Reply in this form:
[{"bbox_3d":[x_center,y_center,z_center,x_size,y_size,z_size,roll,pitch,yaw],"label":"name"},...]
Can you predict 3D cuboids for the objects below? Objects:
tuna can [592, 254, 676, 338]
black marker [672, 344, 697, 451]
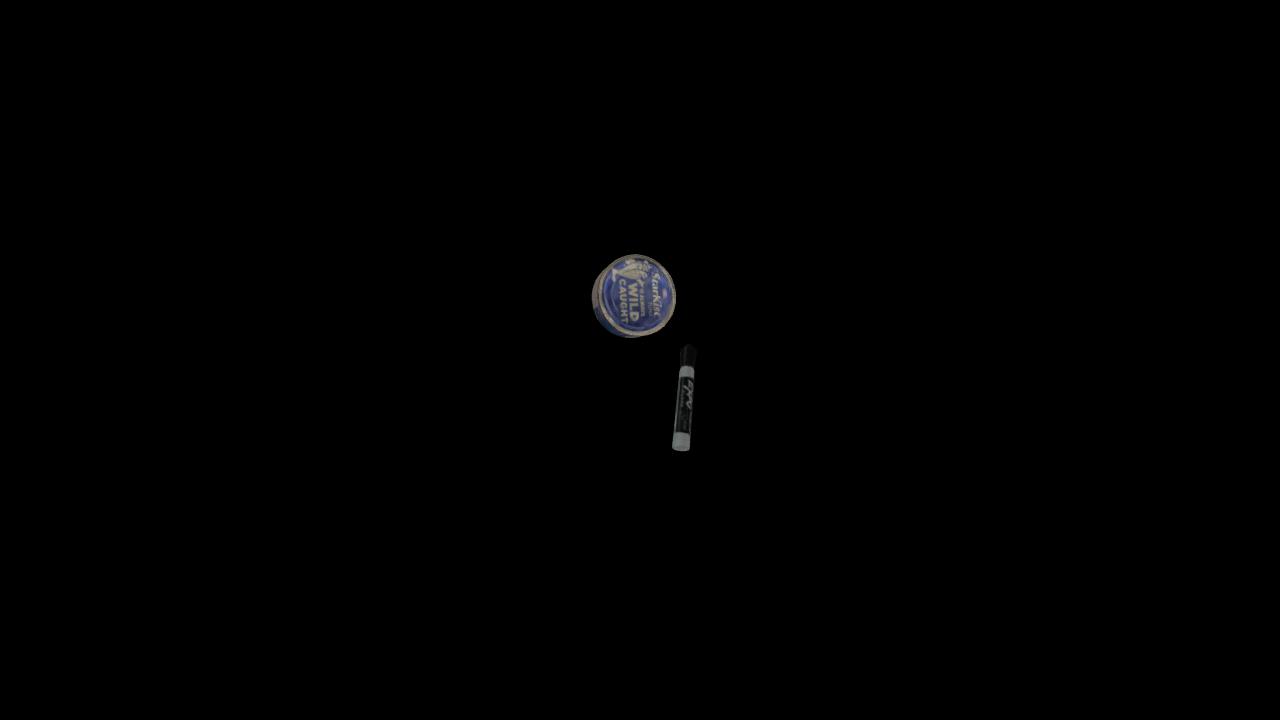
[{"bbox_3d":[-0.007,-0.065,0.639,0.084,0.084,0.034,0,-3,-19],"label":"tuna can"},{"bbox_3d":[0.049,0.039,0.668,0.020,0.121,0.020,5,-25,2],"label":"black marker"}]
